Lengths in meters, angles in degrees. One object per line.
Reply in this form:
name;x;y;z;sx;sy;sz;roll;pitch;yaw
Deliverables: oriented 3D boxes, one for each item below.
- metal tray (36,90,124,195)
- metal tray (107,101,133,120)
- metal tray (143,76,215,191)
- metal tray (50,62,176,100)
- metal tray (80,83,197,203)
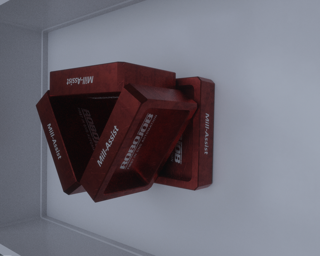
metal tray;-0.096;0.015;0.402;0.030;0.091;0.130;-39;67;34
metal tray;-0.050;0.003;0.445;0.090;0.030;0.129;1;90;40
metal tray;0.020;0.005;0.386;0.090;0.030;0.129;2;90;40
metal tray;-0.058;-0.052;0.370;0.130;0.091;0.030;3;92;40
metal tray;-0.023;0.018;0.341;0.030;0.091;0.129;43;116;32
